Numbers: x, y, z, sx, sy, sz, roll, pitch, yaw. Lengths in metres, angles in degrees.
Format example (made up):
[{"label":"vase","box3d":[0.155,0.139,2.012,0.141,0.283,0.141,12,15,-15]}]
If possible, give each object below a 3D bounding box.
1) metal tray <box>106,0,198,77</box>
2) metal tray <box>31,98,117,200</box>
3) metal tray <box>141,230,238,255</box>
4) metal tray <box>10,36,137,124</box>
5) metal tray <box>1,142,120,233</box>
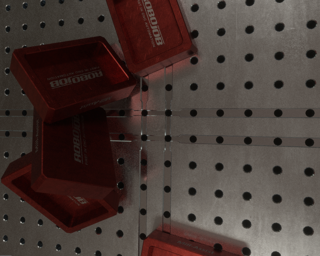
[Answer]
[{"label":"metal tray","box3d":[-0.014,-0.145,0.414,0.090,0.030,0.129,-20,83,18]},{"label":"metal tray","box3d":[-0.107,0.020,0.384,0.030,0.091,0.130,-45,45,32]},{"label":"metal tray","box3d":[0.037,0.195,0.396,0.130,0.030,0.089,11,94,19]},{"label":"metal tray","box3d":[-0.105,-0.067,0.394,0.090,0.131,0.030,54,137,12]},{"label":"metal tray","box3d":[-0.127,0.082,0.412,0.090,0.030,0.130,-26,122,18]}]
